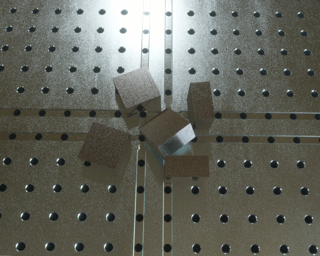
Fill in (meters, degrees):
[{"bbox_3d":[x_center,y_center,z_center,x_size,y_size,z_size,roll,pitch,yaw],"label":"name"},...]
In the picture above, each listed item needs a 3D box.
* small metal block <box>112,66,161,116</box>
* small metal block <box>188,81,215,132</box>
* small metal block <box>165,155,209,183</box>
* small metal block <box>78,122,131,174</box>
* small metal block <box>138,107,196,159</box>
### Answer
[{"bbox_3d":[-0.032,-0.052,0.430,0.050,0.025,0.050,-22,72,-8],"label":"small metal block"},{"bbox_3d":[0.053,-0.027,0.409,0.025,0.050,0.050,-4,70,-2],"label":"small metal block"},{"bbox_3d":[0.031,0.051,0.380,0.050,0.050,0.025,0,72,0],"label":"small metal block"},{"bbox_3d":[-0.070,0.026,0.402,0.050,0.025,0.050,18,71,6],"label":"small metal block"},{"bbox_3d":[0.008,0.006,0.397,0.050,0.025,0.050,-36,41,-13],"label":"small metal block"}]
